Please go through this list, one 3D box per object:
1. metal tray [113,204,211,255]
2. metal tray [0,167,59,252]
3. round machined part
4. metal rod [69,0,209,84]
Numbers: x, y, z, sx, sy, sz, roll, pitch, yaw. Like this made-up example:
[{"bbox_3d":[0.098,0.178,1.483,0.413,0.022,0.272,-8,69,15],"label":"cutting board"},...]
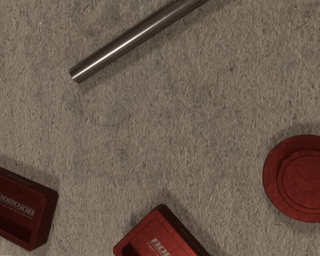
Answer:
[{"bbox_3d":[0.013,0.177,0.401,0.130,0.030,0.090,47,104,13],"label":"metal tray"},{"bbox_3d":[-0.230,0.123,0.485,0.130,0.030,0.089,17,96,18],"label":"metal tray"},{"bbox_3d":[0.165,0.056,0.342,0.098,0.042,0.097,0,90,19],"label":"round machined part"},{"bbox_3d":[0.003,-0.143,0.407,0.300,0.025,0.025,-28,81,17],"label":"metal rod"}]
